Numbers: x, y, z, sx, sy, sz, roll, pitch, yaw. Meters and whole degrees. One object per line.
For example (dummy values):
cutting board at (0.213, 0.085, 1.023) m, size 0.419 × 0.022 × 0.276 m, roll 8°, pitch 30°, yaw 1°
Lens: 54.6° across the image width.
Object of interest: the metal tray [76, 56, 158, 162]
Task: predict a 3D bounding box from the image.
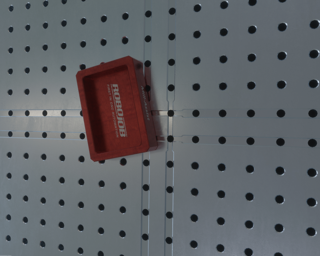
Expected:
metal tray at (-0.061, -0.025, 0.431) m, size 0.090 × 0.030 × 0.129 m, roll -12°, pitch 86°, yaw 19°
